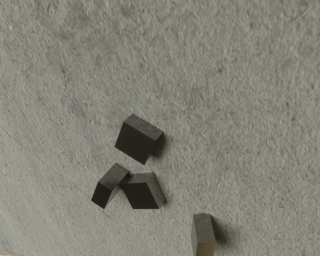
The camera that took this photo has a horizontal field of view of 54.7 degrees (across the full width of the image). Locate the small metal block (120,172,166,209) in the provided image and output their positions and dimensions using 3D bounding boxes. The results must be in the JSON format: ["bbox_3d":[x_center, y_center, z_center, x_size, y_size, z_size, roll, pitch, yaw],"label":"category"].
[{"bbox_3d":[-0.026,0.098,0.480,0.050,0.025,0.050,-10,114,32],"label":"small metal block"}]

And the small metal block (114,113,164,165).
[{"bbox_3d":[-0.030,0.016,0.431,0.050,0.025,0.050,31,128,8],"label":"small metal block"}]

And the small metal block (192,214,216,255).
[{"bbox_3d":[0.062,0.163,0.454,0.025,0.050,0.050,0,122,-2],"label":"small metal block"}]

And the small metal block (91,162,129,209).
[{"bbox_3d":[-0.078,0.091,0.486,0.025,0.050,0.050,32,128,7],"label":"small metal block"}]
